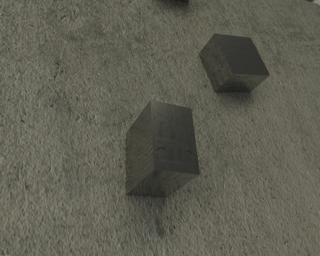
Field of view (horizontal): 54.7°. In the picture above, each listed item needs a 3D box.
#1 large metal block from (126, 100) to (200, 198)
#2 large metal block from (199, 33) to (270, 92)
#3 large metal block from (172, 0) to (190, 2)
[{"bbox_3d":[-0.002,0.027,0.351,0.050,0.080,0.080,10,58,-23],"label":"large metal block"},{"bbox_3d":[0.123,-0.107,0.519,0.081,0.050,0.080,-4,64,-30],"label":"large metal block"},{"bbox_3d":[0.018,-0.285,0.571,0.081,0.050,0.080,-6,65,-31],"label":"large metal block"}]
